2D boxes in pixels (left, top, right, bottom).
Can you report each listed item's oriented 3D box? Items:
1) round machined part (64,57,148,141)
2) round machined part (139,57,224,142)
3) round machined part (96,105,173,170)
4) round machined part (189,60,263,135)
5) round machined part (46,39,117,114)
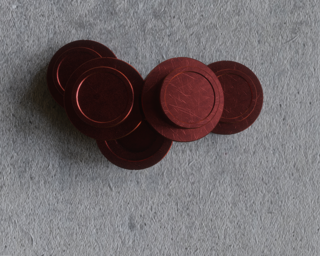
[{"bbox_3d":[-0.063,-0.034,0.359,0.099,0.042,0.097,0,90,-1],"label":"round machined part"},{"bbox_3d":[0.028,-0.033,0.351,0.099,0.042,0.097,0,89,-14],"label":"round machined part"},{"bbox_3d":[-0.031,0.003,0.402,0.099,0.042,0.097,0,90,-1],"label":"round machined part"},{"bbox_3d":[0.086,-0.040,0.403,0.099,0.042,0.097,0,90,-1],"label":"round machined part"},{"bbox_3d":[-0.098,-0.066,0.401,0.099,0.042,0.097,0,90,-1],"label":"round machined part"}]
